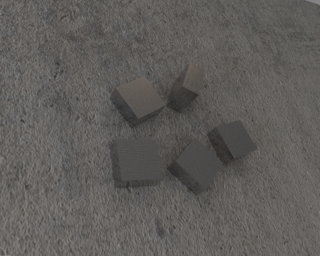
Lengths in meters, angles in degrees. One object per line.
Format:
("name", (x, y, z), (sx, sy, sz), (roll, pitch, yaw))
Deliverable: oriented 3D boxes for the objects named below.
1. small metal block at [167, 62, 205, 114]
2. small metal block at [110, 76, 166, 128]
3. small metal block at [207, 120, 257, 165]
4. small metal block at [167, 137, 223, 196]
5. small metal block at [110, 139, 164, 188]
("small metal block", (0.036, -0.057, 0.441), (0.025, 0.050, 0.050), (27, 52, -12))
("small metal block", (-0.029, -0.035, 0.409), (0.050, 0.025, 0.050), (-29, 78, -38))
("small metal block", (0.104, 0.020, 0.447), (0.050, 0.025, 0.050), (-14, 69, -34))
("small metal block", (0.046, 0.049, 0.398), (0.050, 0.025, 0.050), (43, 51, 1))
("small metal block", (-0.028, 0.041, 0.363), (0.050, 0.025, 0.050), (2, 61, -27))
